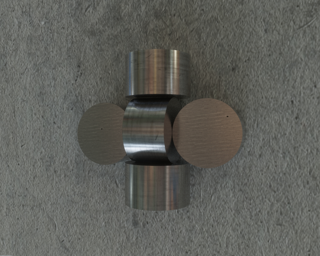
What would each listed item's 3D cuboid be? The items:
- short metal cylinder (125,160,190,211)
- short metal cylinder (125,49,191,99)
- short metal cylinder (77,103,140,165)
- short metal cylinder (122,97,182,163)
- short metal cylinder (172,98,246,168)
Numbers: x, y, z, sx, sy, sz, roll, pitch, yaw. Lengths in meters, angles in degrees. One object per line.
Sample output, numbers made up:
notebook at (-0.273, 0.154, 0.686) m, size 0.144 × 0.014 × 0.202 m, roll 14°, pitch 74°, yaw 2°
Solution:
short metal cylinder at (-0.003, 0.067, 0.383) m, size 0.080 × 0.080 × 0.050 m, roll 0°, pitch 90°, yaw 20°
short metal cylinder at (-0.002, -0.063, 0.382) m, size 0.080 × 0.080 × 0.050 m, roll 0°, pitch 90°, yaw 20°
short metal cylinder at (-0.063, 0.007, 0.419) m, size 0.080 × 0.050 × 0.080 m, roll 0°, pitch 90°, yaw 19°
short metal cylinder at (-0.006, 0.002, 0.383) m, size 0.050 × 0.080 × 0.080 m, roll 1°, pitch 90°, yaw 20°
short metal cylinder at (0.061, 0.006, 0.375) m, size 0.080 × 0.050 × 0.080 m, roll 0°, pitch 90°, yaw 20°
